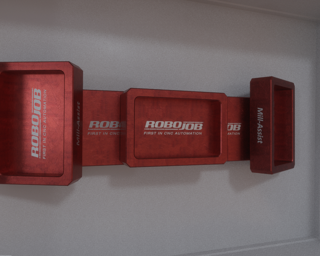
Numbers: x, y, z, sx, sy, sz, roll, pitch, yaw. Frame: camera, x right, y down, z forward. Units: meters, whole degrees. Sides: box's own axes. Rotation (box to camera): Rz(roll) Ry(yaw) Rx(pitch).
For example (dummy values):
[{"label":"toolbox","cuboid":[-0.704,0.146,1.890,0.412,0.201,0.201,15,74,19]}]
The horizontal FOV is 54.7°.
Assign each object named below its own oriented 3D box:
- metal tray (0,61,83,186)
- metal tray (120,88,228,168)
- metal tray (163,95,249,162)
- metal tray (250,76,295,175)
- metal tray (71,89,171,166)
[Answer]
[{"label":"metal tray","cuboid":[-0.133,-0.005,0.338,0.090,0.030,0.129,1,90,5]},{"label":"metal tray","cuboid":[0.019,0.000,0.381,0.131,0.030,0.089,1,89,-20]},{"label":"metal tray","cuboid":[0.071,0.001,0.433,0.131,0.030,0.089,0,90,-20]},{"label":"metal tray","cuboid":[0.164,-0.004,0.446,0.091,0.030,0.129,0,90,-48]},{"label":"metal tray","cuboid":[-0.052,0.000,0.388,0.131,0.030,0.089,0,90,-20]}]
